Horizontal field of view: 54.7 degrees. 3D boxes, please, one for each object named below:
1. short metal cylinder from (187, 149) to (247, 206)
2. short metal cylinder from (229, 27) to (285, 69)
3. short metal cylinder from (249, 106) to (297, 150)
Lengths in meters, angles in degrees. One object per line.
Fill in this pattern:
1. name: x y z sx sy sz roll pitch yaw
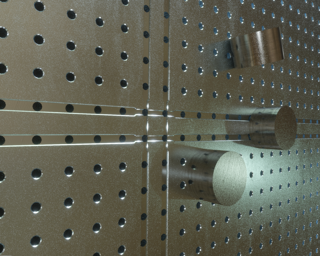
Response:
1. short metal cylinder: 0.087 0.073 0.468 0.081 0.050 0.079 0 90 -40
2. short metal cylinder: 0.159 -0.131 0.510 0.081 0.080 0.050 -22 104 -38
3. short metal cylinder: 0.210 0.000 0.572 0.081 0.050 0.079 0 90 -40
